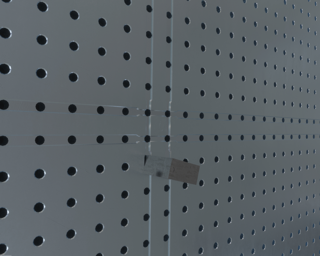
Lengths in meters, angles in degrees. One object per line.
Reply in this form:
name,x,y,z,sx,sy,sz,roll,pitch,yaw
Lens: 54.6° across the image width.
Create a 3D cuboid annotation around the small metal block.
small metal block,0.015,0.055,0.404,0.050,0.050,0.025,20,78,-38
